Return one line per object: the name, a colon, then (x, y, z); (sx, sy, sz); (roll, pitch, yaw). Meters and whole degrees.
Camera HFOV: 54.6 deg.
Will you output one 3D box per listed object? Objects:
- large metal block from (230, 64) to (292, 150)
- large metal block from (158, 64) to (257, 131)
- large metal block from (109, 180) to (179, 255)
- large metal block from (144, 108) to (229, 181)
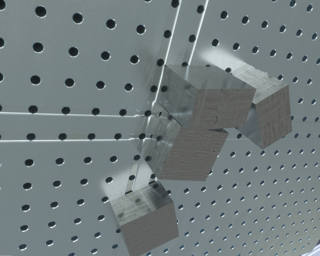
large metal block: (0.130, -0.031, 0.427); (0.050, 0.080, 0.080); (-30, 129, -9)
large metal block: (0.054, -0.040, 0.380); (0.081, 0.080, 0.050); (-4, 120, -27)
large metal block: (-0.022, 0.138, 0.468); (0.081, 0.050, 0.080); (-21, 127, -16)
large metal block: (0.035, 0.025, 0.429); (0.081, 0.050, 0.080); (8, 114, -32)
